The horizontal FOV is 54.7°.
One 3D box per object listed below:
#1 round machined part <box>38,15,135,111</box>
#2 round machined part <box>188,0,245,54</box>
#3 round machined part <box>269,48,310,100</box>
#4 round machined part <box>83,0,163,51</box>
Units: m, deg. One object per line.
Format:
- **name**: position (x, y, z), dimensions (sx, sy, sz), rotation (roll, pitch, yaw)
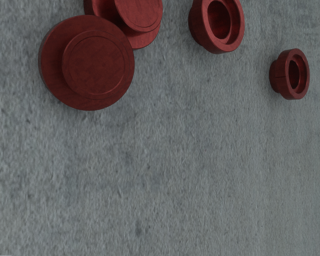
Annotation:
- **round machined part**: position (-0.070, -0.065, 0.319), dimensions (0.099, 0.042, 0.097), rotation (-8, 107, -28)
- **round machined part**: position (0.080, -0.159, 0.463), dimensions (0.099, 0.042, 0.097), rotation (0, 90, -40)
- **round machined part**: position (0.251, -0.103, 0.608), dimensions (0.099, 0.042, 0.097), rotation (0, 90, -40)
- **round machined part**: position (-0.036, -0.142, 0.365), dimensions (0.099, 0.042, 0.097), rotation (0, 90, -40)
